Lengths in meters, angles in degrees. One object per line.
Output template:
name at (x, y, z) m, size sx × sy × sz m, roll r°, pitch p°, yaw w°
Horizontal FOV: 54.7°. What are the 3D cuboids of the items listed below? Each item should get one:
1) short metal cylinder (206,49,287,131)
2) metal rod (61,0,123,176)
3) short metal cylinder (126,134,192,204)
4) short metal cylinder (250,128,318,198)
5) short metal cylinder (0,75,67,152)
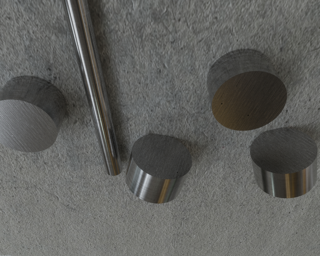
short metal cylinder at (0.097, -0.043, 0.355) m, size 0.081 × 0.050 × 0.079 m, roll 0°, pitch 130°, yaw 0°
metal rod at (-0.077, -0.052, 0.362) m, size 0.025 × 0.025 × 0.298 m, roll -3°, pitch 130°, yaw 2°
short metal cylinder at (-0.003, 0.054, 0.417) m, size 0.081 × 0.080 × 0.050 m, roll 10°, pitch 129°, yaw -9°
short metal cylinder at (0.164, 0.045, 0.412) m, size 0.080 × 0.080 × 0.050 m, roll -13°, pitch 129°, yaw 11°
short metal cylinder at (-0.159, -0.016, 0.375) m, size 0.081 × 0.050 × 0.079 m, roll 0°, pitch 130°, yaw 0°
